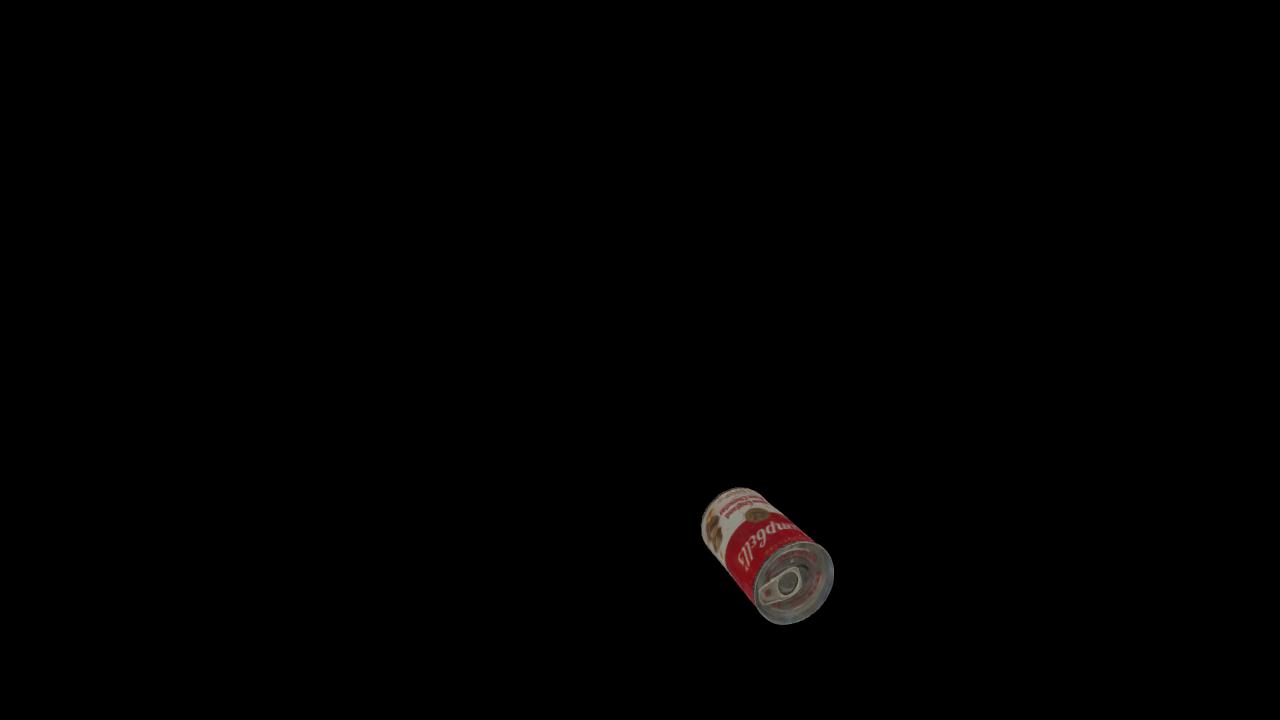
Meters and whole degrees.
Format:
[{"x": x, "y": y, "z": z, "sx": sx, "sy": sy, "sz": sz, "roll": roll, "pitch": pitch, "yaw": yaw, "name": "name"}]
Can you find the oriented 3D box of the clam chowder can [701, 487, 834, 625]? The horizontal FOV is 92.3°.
[{"x": 0.099, "y": 0.153, "z": 0.498, "sx": 0.068, "sy": 0.068, "sz": 0.102, "roll": 0, "pitch": 12, "yaw": -18, "name": "clam chowder can"}]
